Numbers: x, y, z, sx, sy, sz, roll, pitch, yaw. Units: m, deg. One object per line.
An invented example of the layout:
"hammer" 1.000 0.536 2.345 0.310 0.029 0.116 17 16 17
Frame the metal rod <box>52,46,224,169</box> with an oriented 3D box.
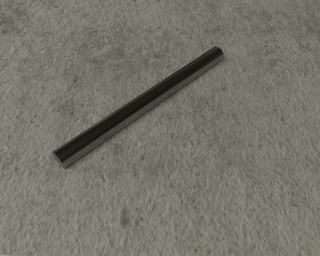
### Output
"metal rod" -0.014 -0.042 0.437 0.302 0.025 0.025 -37 59 -27
